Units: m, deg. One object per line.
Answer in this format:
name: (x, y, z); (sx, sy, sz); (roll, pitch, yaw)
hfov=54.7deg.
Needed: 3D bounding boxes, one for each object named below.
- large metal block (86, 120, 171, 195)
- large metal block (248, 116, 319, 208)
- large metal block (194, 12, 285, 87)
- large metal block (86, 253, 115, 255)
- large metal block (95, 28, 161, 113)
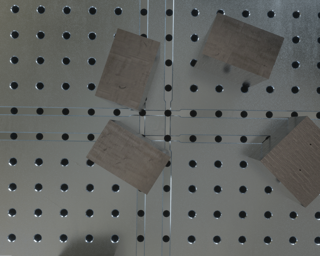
large metal block: (-0.035, 0.032, 0.385); (0.080, 0.080, 0.050); (32, 90, -1)
large metal block: (0.179, 0.041, 0.403); (0.080, 0.050, 0.080); (-44, 91, 0)
large metal block: (0.093, -0.093, 0.387); (0.080, 0.080, 0.050); (21, 90, -1)
large metal block: (-0.100, 0.201, 0.385); (0.081, 0.080, 0.050); (-5, 90, -1)
large metal block: (-0.036, -0.066, 0.385); (0.050, 0.080, 0.080); (19, 90, 0)
